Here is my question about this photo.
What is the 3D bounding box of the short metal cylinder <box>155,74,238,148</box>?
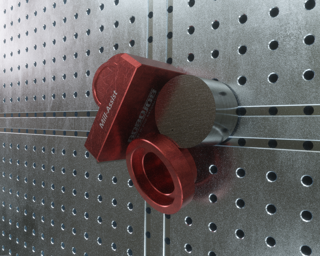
[{"bbox_3d":[0.041,-0.018,0.354,0.080,0.050,0.079,0,90,40],"label":"short metal cylinder"}]

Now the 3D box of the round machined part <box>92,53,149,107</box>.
[{"bbox_3d":[-0.059,-0.058,0.441,0.098,0.042,0.097,0,90,40],"label":"round machined part"}]

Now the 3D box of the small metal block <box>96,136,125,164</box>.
[{"bbox_3d":[-0.067,0.022,0.442,0.025,0.050,0.050,-19,78,38],"label":"small metal block"}]

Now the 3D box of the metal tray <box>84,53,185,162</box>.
[{"bbox_3d":[-0.030,-0.021,0.386,0.030,0.091,0.129,40,114,33],"label":"metal tray"}]

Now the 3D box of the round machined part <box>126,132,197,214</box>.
[{"bbox_3d":[0.006,0.050,0.373,0.098,0.042,0.097,29,131,38],"label":"round machined part"}]
